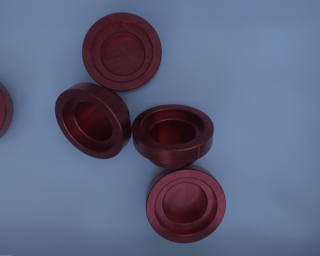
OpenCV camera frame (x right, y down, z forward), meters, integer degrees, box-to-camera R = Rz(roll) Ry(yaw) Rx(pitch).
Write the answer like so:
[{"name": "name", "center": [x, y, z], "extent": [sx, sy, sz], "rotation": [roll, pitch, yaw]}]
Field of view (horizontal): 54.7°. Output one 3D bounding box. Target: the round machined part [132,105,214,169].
[{"name": "round machined part", "center": [0.016, 0.013, 0.384], "extent": [0.099, 0.098, 0.042], "rotation": [-1, 125, 0]}]

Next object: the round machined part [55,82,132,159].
[{"name": "round machined part", "center": [-0.077, -0.013, 0.385], "extent": [0.098, 0.042, 0.097], "rotation": [15, 128, 21]}]

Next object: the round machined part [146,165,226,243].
[{"name": "round machined part", "center": [0.031, 0.092, 0.397], "extent": [0.099, 0.042, 0.097], "rotation": [-1, 101, -4]}]

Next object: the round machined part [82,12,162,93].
[{"name": "round machined part", "center": [-0.047, -0.094, 0.402], "extent": [0.099, 0.042, 0.097], "rotation": [0, 90, 0]}]

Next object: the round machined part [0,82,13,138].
[{"name": "round machined part", "center": [-0.239, -0.023, 0.400], "extent": [0.099, 0.042, 0.097], "rotation": [0, 90, -2]}]
